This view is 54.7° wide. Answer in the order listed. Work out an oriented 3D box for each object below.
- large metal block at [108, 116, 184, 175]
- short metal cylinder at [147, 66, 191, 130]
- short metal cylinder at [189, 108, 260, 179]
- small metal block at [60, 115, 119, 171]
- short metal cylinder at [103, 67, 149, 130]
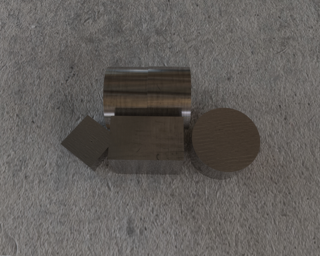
[{"bbox_3d":[-0.015,0.024,0.372,0.081,0.080,0.050,1,70,0],"label":"large metal block"},{"bbox_3d":[0.011,-0.038,0.394,0.050,0.080,0.080,1,70,0],"label":"short metal cylinder"},{"bbox_3d":[0.078,0.021,0.389,0.081,0.050,0.080,0,70,0],"label":"short metal cylinder"},{"bbox_3d":[-0.090,0.020,0.402,0.050,0.025,0.050,36,74,12],"label":"small metal block"},{"bbox_3d":[-0.040,-0.037,0.394,0.050,0.080,0.080,1,70,0],"label":"short metal cylinder"}]
